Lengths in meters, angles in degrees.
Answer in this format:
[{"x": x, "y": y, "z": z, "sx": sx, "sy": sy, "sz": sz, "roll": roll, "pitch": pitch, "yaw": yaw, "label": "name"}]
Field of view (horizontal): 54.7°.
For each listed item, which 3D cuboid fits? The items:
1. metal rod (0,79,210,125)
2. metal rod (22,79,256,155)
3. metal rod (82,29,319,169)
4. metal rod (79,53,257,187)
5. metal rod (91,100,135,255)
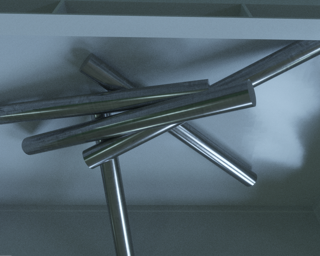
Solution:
[{"x": -0.094, "y": -0.026, "z": 0.359, "sx": 0.301, "sy": 0.025, "sz": 0.025, "roll": -5, "pitch": 131, "yaw": 14, "label": "metal rod"}, {"x": -0.047, "y": -0.003, "z": 0.345, "sx": 0.300, "sy": 0.025, "sz": 0.025, "roll": -12, "pitch": 131, "yaw": 29, "label": "metal rod"}, {"x": 0.047, "y": -0.029, "z": 0.351, "sx": 0.301, "sy": 0.025, "sz": 0.025, "roll": -27, "pitch": 126, "yaw": 8, "label": "metal rod"}, {"x": 0.028, "y": 0.003, "z": 0.411, "sx": 0.301, "sy": 0.025, "sz": 0.025, "roll": 35, "pitch": 122, "yaw": -26, "label": "metal rod"}, {"x": -0.057, "y": 0.108, "z": 0.413, "sx": 0.025, "sy": 0.025, "sz": 0.298, "roll": -6, "pitch": 103, "yaw": 5, "label": "metal rod"}]
